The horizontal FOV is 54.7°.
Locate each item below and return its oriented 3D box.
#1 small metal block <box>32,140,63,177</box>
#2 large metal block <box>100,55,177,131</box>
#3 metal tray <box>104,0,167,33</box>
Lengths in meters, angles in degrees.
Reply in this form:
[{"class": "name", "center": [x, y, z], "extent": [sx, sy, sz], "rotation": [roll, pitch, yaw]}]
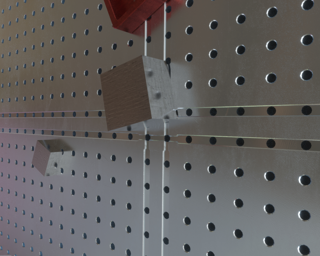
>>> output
[{"class": "small metal block", "center": [-0.212, 0.056, 0.581], "extent": [0.050, 0.025, 0.050], "rotation": [31, 109, 35]}, {"class": "large metal block", "center": [-0.030, -0.042, 0.416], "extent": [0.080, 0.050, 0.080], "rotation": [-15, 81, 38]}, {"class": "metal tray", "center": [-0.045, -0.215, 0.440], "extent": [0.090, 0.030, 0.130], "rotation": [-31, 71, 35]}]
